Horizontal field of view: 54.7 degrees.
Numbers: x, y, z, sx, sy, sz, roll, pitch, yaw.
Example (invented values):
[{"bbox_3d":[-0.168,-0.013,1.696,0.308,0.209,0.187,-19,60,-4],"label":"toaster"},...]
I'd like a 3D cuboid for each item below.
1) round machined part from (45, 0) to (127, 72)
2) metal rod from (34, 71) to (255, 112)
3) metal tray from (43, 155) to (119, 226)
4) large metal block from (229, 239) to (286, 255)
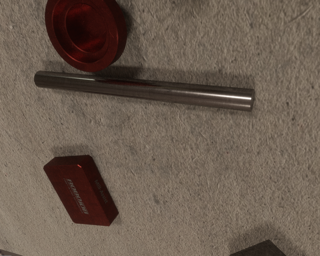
[{"bbox_3d":[-0.081,-0.119,0.363,0.098,0.042,0.097,13,124,20],"label":"round machined part"},{"bbox_3d":[-0.037,-0.050,0.393,0.301,0.025,0.025,9,122,23],"label":"metal rod"},{"bbox_3d":[-0.137,0.111,0.542,0.090,0.030,0.129,-6,116,30],"label":"metal tray"},{"bbox_3d":[0.151,0.219,0.446,0.080,0.050,0.080,44,129,-3],"label":"large metal block"}]
